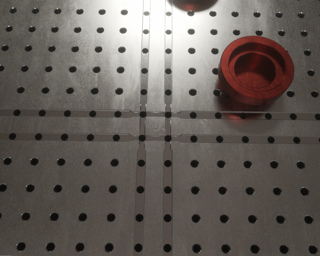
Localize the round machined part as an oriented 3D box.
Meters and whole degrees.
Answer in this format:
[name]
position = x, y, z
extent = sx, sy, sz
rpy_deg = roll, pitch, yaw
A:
[round machined part]
position = 0.130, -0.076, 0.432
extent = 0.099, 0.042, 0.098
rpy_deg = 0, 70, -1
